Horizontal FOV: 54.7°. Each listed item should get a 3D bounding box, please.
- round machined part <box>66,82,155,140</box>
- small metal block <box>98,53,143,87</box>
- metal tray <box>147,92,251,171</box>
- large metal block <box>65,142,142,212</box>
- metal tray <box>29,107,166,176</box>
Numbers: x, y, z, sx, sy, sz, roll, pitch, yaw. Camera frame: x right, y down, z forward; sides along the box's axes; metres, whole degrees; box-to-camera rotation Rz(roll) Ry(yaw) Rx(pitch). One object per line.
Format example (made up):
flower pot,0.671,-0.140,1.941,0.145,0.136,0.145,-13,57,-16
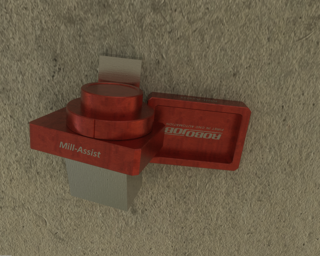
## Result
round machined part,-0.055,-0.024,0.351,0.099,0.098,0.042,6,110,-3
small metal block,-0.049,-0.064,0.387,0.050,0.025,0.050,6,110,-3
metal tray,0.045,0.005,0.411,0.131,0.030,0.089,6,110,-3
large metal block,-0.069,0.051,0.395,0.080,0.050,0.079,12,124,14
metal tray,-0.069,0.008,0.360,0.131,0.090,0.030,13,111,14
